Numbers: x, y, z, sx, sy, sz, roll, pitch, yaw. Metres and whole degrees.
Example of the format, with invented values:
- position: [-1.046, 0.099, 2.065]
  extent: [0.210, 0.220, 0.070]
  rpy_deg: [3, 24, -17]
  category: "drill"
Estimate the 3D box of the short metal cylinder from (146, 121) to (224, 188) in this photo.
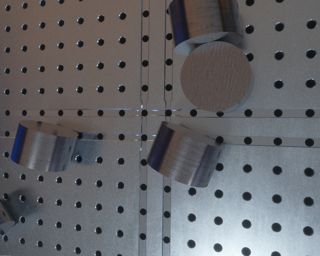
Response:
- position: [0.030, 0.030, 0.372]
  extent: [0.080, 0.080, 0.050]
  rpy_deg: [24, 98, 18]
  category: "short metal cylinder"

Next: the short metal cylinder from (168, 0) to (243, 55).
- position: [0.053, -0.122, 0.364]
  extent: [0.080, 0.080, 0.050]
  rpy_deg: [-9, 87, 19]
  category: "short metal cylinder"

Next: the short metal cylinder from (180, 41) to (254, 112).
- position: [0.070, -0.059, 0.374]
  extent: [0.080, 0.050, 0.079]
  rpy_deg: [0, 90, 19]
  category: "short metal cylinder"

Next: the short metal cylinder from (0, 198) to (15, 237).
- position: [-0.277, 0.149, 0.479]
  extent: [0.080, 0.080, 0.050]
  rpy_deg: [-42, 77, 15]
  category: "short metal cylinder"

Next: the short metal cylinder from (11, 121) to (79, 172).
- position: [-0.162, 0.024, 0.439]
  extent: [0.080, 0.080, 0.050]
  rpy_deg: [18, 96, 18]
  category: "short metal cylinder"
